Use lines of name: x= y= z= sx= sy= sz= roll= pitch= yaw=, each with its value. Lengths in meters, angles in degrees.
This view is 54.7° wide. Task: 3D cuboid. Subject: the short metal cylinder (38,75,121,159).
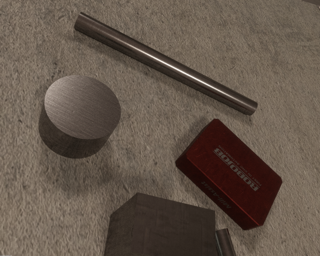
short metal cylinder: x=-0.090 y=-0.012 z=0.347 sx=0.081 sy=0.050 sz=0.080 roll=14 pitch=56 yaw=-21

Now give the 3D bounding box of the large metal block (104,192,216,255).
large metal block: x=-0.002 y=0.108 z=0.303 sx=0.081 sy=0.080 sz=0.050 roll=18 pitch=55 yaw=-19

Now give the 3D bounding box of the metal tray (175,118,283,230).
metal tray: x=0.095 y=0.060 z=0.418 sx=0.130 sy=0.030 sz=0.090 roll=43 pitch=51 yaw=1

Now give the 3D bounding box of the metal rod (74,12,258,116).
metal rod: x=0.018 y=-0.091 z=0.470 sx=0.302 sy=0.025 sz=0.025 roll=24 pitch=53 yaw=-14

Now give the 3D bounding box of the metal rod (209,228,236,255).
metal rod: x=0.103 y=0.254 z=0.305 sx=0.025 sy=0.025 sz=0.299 roll=0 pitch=62 yaw=-29
